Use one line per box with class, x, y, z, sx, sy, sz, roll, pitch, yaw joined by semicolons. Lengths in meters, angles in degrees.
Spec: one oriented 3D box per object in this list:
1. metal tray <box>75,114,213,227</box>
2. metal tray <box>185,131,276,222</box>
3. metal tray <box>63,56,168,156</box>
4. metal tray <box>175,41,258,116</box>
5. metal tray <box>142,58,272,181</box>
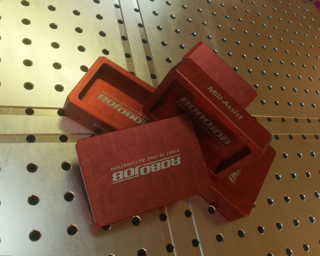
metal tray;-0.017;0.043;0.340;0.131;0.030;0.090;-14;79;-19
metal tray;0.101;0.050;0.429;0.090;0.030;0.131;42;51;0
metal tray;-0.043;-0.025;0.398;0.130;0.030;0.090;31;51;-8
metal tray;0.061;-0.049;0.406;0.090;0.130;0.030;43;79;1
metal tray;0.049;-0.006;0.359;0.130;0.090;0.030;44;51;1
